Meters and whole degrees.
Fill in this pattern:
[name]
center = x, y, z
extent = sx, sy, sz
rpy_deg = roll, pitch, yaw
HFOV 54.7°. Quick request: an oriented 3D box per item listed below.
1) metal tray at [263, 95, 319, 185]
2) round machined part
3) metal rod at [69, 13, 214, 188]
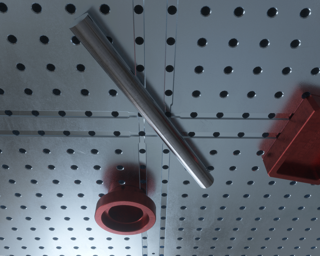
[metal tray]
center = 0.215, 0.022, 0.430
extent = 0.091, 0.030, 0.129
rpy_deg = 11, 129, -10
[round machined part]
center = -0.056, 0.133, 0.513
extent = 0.099, 0.042, 0.097
rpy_deg = -1, 130, 0
[metal rod]
center = -0.005, -0.013, 0.400
extent = 0.025, 0.025, 0.300
rpy_deg = -25, 126, 19
